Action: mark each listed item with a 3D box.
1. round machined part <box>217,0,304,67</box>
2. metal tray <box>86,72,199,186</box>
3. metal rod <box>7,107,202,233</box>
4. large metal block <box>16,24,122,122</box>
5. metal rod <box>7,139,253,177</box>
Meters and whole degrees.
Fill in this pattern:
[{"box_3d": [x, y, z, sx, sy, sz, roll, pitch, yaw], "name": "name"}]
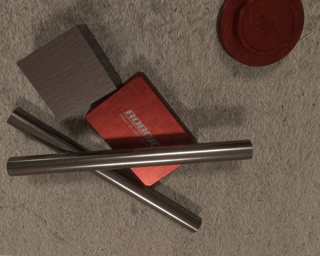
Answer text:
[{"box_3d": [0.118, -0.120, 0.358, 0.099, 0.042, 0.097, 0, 110, -1], "name": "round machined part"}, {"box_3d": [-0.021, 0.003, 0.408, 0.090, 0.030, 0.130, -36, 107, 12], "name": "metal tray"}, {"box_3d": [-0.068, 0.064, 0.432, 0.301, 0.025, 0.025, 33, 106, -12], "name": "metal rod"}, {"box_3d": [-0.104, -0.067, 0.370, 0.080, 0.050, 0.080, -29, 108, 9], "name": "large metal block"}, {"box_3d": [-0.038, 0.038, 0.390, 0.302, 0.025, 0.025, -4, 110, 1], "name": "metal rod"}]
